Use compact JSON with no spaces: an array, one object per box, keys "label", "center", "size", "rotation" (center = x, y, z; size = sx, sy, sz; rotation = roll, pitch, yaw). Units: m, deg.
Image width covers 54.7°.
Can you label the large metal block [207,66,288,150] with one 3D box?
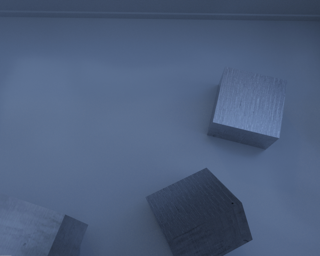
[{"label":"large metal block","center":[0.113,-0.025,0.406],"size":[0.080,0.050,0.080],"rotation":[14,71,5]}]

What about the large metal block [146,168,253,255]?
[{"label":"large metal block","center":[0.039,0.097,0.338],"size":[0.080,0.080,0.050],"rotation":[-24,114,-9]}]

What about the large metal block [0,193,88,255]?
[{"label":"large metal block","center":[-0.116,0.090,0.261],"size":[0.080,0.080,0.050],"rotation":[16,68,7]}]

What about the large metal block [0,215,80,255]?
[{"label":"large metal block","center":[-0.136,0.125,0.332],"size":[0.081,0.080,0.050],"rotation":[-1,67,-1]}]
